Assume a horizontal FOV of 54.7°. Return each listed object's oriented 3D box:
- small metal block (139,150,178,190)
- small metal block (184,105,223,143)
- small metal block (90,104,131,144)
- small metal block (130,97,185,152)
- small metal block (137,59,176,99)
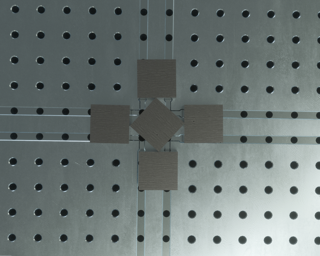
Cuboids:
[{"bbox_3d":[-0.002,0.056,0.413,0.050,0.025,0.050,0,90,-1],"label":"small metal block"},{"bbox_3d":[0.057,-0.005,0.414,0.050,0.025,0.050,0,90,-1],"label":"small metal block"},{"bbox_3d":[-0.065,-0.005,0.412,0.050,0.025,0.050,1,90,-1],"label":"small metal block"},{"bbox_3d":[-0.004,-0.005,0.413,0.050,0.025,0.050,42,90,-1],"label":"small metal block"},{"bbox_3d":[-0.004,-0.064,0.413,0.050,0.025,0.050,-1,90,-1],"label":"small metal block"}]
